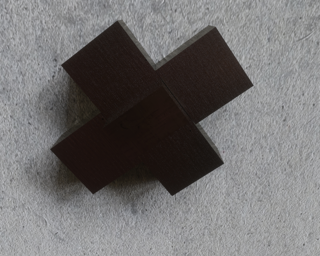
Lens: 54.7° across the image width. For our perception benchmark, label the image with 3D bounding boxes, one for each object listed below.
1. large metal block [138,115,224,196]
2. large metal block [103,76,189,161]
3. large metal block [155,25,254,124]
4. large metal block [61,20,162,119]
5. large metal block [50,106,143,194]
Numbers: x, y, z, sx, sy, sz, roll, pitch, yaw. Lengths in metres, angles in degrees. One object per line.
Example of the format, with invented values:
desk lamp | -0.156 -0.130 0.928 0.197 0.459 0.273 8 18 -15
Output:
large metal block | 0.024 0.028 0.408 0.080 0.050 0.080 -35 107 11
large metal block | -0.016 -0.017 0.375 0.080 0.080 0.050 -34 107 11
large metal block | 0.051 -0.065 0.374 0.080 0.050 0.080 -35 107 11
large metal block | -0.054 -0.070 0.370 0.080 0.050 0.080 -35 107 11
large metal block | -0.078 0.025 0.405 0.080 0.050 0.080 -35 107 11
